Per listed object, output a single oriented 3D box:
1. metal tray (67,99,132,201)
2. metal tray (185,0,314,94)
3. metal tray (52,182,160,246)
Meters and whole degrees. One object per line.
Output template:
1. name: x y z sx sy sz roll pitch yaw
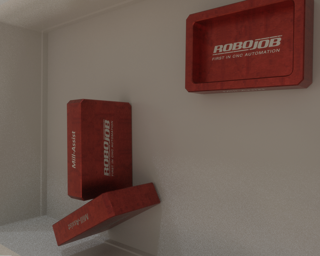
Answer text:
1. metal tray: -0.081 0.028 0.431 0.030 0.091 0.129 -1 89 40
2. metal tray: 0.089 -0.085 0.329 0.130 0.030 0.089 2 91 40
3. metal tray: -0.074 0.118 0.425 0.130 0.091 0.030 -36 68 34
